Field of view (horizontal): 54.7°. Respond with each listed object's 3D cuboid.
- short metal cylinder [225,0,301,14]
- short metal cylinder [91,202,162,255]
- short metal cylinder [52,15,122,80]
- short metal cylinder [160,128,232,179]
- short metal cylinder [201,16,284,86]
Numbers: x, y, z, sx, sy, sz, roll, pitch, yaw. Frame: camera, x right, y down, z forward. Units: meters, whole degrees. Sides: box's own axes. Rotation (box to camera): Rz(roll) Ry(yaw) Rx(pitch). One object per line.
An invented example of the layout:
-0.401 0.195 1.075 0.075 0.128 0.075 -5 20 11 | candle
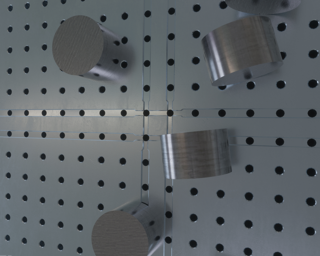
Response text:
0.116 -0.164 0.342 0.080 0.080 0.050 8 93 20 | short metal cylinder
-0.043 0.144 0.414 0.080 0.050 0.079 0 90 20 | short metal cylinder
-0.102 -0.110 0.435 0.080 0.050 0.079 0 90 20 | short metal cylinder
0.042 0.029 0.368 0.080 0.080 0.050 -6 88 20 | short metal cylinder
0.091 -0.084 0.351 0.080 0.080 0.050 -16 85 19 | short metal cylinder
